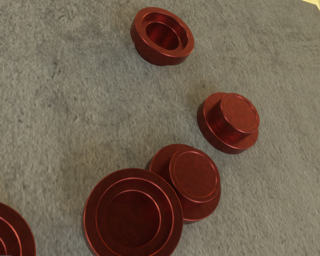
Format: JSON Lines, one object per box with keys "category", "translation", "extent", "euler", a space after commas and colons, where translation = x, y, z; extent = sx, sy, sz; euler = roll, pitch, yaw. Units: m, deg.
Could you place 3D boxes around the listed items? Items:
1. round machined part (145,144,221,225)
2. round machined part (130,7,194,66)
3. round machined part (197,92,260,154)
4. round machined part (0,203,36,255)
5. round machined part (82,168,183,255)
{"category": "round machined part", "translation": [0.033, 0.062, 0.374], "extent": [0.099, 0.042, 0.098], "euler": [14, 56, -21]}
{"category": "round machined part", "translation": [0.000, -0.135, 0.477], "extent": [0.099, 0.042, 0.098], "euler": [14, 56, -21]}
{"category": "round machined part", "translation": [0.108, -0.013, 0.462], "extent": [0.099, 0.042, 0.098], "euler": [14, 56, -21]}
{"category": "round machined part", "translation": [-0.153, 0.109, 0.244], "extent": [0.099, 0.042, 0.098], "euler": [14, 56, -21]}
{"category": "round machined part", "translation": [-0.030, 0.094, 0.316], "extent": [0.099, 0.042, 0.098], "euler": [9, 62, -17]}
